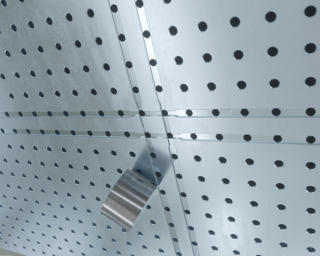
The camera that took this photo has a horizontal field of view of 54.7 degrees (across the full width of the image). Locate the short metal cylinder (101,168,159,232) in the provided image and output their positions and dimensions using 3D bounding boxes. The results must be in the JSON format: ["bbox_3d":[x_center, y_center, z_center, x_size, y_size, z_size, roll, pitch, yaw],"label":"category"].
[{"bbox_3d":[-0.044,0.107,0.463,0.050,0.080,0.079,31,128,8],"label":"short metal cylinder"}]
